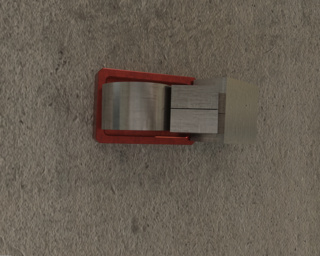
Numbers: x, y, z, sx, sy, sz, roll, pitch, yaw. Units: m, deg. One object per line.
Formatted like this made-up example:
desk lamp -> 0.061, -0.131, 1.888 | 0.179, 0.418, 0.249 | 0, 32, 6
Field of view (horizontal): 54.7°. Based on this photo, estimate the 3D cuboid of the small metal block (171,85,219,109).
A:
small metal block -> 0.040, -0.032, 0.356 | 0.050, 0.050, 0.025 | 2, 88, 6

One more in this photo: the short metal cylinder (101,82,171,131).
short metal cylinder -> -0.026, -0.023, 0.358 | 0.081, 0.080, 0.050 | 1, 90, -20

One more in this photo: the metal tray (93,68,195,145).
metal tray -> -0.018, -0.025, 0.401 | 0.131, 0.030, 0.089 | 2, 89, -20

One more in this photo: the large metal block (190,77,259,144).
large metal block -> 0.088, -0.020, 0.414 | 0.081, 0.050, 0.080 | 4, 89, -46

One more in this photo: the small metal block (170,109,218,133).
small metal block -> 0.039, -0.007, 0.355 | 0.050, 0.050, 0.025 | 2, 88, 6
